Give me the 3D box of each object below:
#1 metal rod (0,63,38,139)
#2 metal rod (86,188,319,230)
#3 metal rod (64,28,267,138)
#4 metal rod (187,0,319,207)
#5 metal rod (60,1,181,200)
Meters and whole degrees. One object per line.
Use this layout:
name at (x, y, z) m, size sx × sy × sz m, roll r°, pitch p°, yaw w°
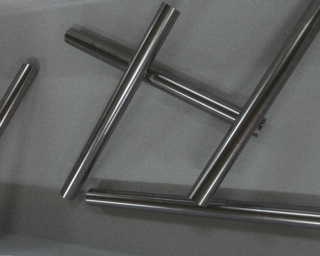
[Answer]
metal rod at (-0.256, 0.039, 0.440) m, size 0.025 × 0.025 × 0.300 m, roll 16°, pitch 72°, yaw 19°
metal rod at (0.043, 0.100, 0.395) m, size 0.301 × 0.025 × 0.025 m, roll 1°, pitch 90°, yaw 19°
metal rod at (-0.006, -0.067, 0.412) m, size 0.301 × 0.025 × 0.025 m, roll 28°, pitch 99°, yaw 17°
metal rod at (0.121, -0.044, 0.346) m, size 0.025 × 0.025 × 0.299 m, roll 33°, pitch 92°, yaw 17°
metal rod at (-0.061, -0.022, 0.412) m, size 0.025 × 0.025 × 0.298 m, roll 37°, pitch 109°, yaw 16°
